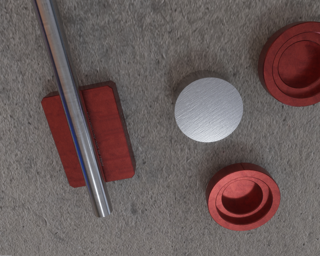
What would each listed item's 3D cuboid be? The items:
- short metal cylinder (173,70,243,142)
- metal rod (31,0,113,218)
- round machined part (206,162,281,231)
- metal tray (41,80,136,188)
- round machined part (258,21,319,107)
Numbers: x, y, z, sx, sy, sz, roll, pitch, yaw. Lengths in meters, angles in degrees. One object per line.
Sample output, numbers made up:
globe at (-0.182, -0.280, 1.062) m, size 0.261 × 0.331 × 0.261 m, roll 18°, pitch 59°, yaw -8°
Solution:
short metal cylinder at (0.057, -0.029, 0.387) m, size 0.081 × 0.050 × 0.079 m, roll 0°, pitch 110°, yaw -1°
metal rod at (-0.102, -0.025, 0.366) m, size 0.025 × 0.025 × 0.298 m, roll -9°, pitch 110°, yaw 3°
round machined part at (0.113, 0.092, 0.436) m, size 0.099 × 0.042 × 0.097 m, roll 0°, pitch 110°, yaw -1°
metal tray at (-0.090, 0.010, 0.410) m, size 0.090 × 0.030 × 0.129 m, roll -11°, pitch 110°, yaw 3°
round machined part at (0.167, -0.078, 0.374) m, size 0.099 × 0.042 × 0.097 m, roll 0°, pitch 110°, yaw -1°
